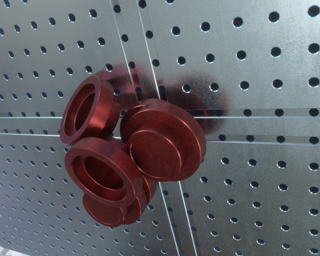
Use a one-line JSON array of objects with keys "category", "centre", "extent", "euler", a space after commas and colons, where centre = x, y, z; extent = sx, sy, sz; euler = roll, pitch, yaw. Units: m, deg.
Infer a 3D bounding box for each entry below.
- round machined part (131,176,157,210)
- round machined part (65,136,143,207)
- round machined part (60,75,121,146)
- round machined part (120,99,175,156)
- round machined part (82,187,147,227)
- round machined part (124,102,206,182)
[{"category": "round machined part", "centre": [-0.058, 0.085, 0.457], "extent": [0.098, 0.042, 0.097], "euler": [13, 124, 21]}, {"category": "round machined part", "centre": [-0.064, 0.049, 0.382], "extent": [0.098, 0.042, 0.097], "euler": [17, 134, 19]}, {"category": "round machined part", "centre": [-0.090, -0.017, 0.413], "extent": [0.042, 0.098, 0.098], "euler": [26, 138, -35]}, {"category": "round machined part", "centre": [-0.009, 0.016, 0.388], "extent": [0.098, 0.042, 0.097], "euler": [13, 124, 21]}, {"category": "round machined part", "centre": [-0.071, 0.104, 0.448], "extent": [0.098, 0.042, 0.097], "euler": [13, 124, 21]}, {"category": "round machined part", "centre": [0.000, 0.023, 0.359], "extent": [0.098, 0.042, 0.097], "euler": [13, 123, 21]}]
